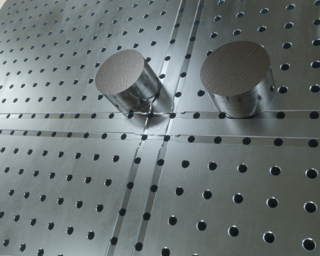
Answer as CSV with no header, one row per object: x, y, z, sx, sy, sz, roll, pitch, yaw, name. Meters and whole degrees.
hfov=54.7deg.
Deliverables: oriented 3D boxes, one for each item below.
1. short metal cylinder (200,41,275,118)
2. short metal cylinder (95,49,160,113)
0.095,-0.059,0.378,0.080,0.050,0.080,-13,56,21,short metal cylinder
-0.048,-0.069,0.460,0.080,0.050,0.080,-13,56,21,short metal cylinder
